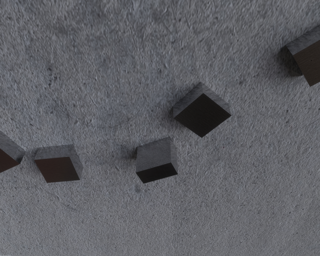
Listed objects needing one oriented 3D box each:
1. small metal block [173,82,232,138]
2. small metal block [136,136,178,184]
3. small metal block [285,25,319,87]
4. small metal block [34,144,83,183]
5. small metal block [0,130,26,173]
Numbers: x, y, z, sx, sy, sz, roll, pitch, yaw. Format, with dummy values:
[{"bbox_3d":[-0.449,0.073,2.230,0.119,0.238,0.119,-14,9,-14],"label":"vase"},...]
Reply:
[{"bbox_3d":[0.052,-0.022,0.389,0.050,0.025,0.050,34,122,-26],"label":"small metal block"},{"bbox_3d":[-0.004,0.044,0.428,0.050,0.050,0.025,-18,128,14],"label":"small metal block"},{"bbox_3d":[0.176,-0.081,0.339,0.050,0.025,0.050,-31,124,23],"label":"small metal block"},{"bbox_3d":[-0.146,0.052,0.450,0.050,0.025,0.050,-6,130,4],"label":"small metal block"},{"bbox_3d":[-0.230,0.035,0.435,0.050,0.025,0.050,-23,127,18],"label":"small metal block"}]
